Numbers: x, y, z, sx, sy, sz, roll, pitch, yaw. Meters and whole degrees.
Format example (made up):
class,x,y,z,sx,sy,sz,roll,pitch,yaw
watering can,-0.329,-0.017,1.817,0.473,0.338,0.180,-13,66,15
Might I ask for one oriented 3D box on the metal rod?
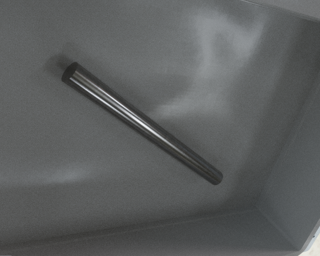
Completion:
class,x,y,z,sx,sy,sz,roll,pitch,yaw
metal rod,0.000,0.012,0.415,0.025,0.025,0.301,-48,129,6
